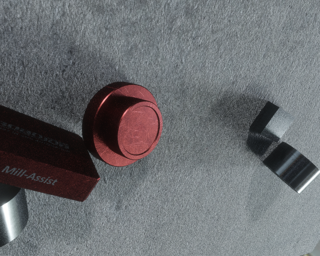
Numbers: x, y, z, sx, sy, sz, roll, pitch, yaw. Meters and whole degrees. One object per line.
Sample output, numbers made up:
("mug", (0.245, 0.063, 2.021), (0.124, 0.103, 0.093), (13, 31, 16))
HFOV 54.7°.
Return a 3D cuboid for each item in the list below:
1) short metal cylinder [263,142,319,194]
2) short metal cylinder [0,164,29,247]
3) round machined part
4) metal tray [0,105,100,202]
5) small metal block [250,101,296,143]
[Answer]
("short metal cylinder", (0.228, 0.069, 0.539), (0.050, 0.080, 0.080), (-48, 129, 5))
("short metal cylinder", (-0.183, 0.080, 0.321), (0.081, 0.080, 0.050), (-8, 122, -24))
("round machined part", (-0.035, -0.002, 0.354), (0.099, 0.042, 0.097), (-19, 117, -42))
("metal tray", (-0.131, 0.020, 0.305), (0.131, 0.090, 0.030), (26, 104, -37))
("small metal block", (0.183, -0.009, 0.501), (0.050, 0.025, 0.050), (22, 107, -36))
